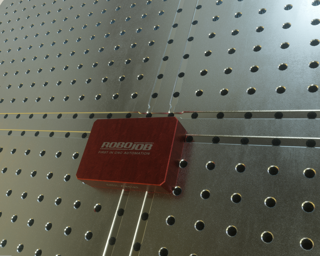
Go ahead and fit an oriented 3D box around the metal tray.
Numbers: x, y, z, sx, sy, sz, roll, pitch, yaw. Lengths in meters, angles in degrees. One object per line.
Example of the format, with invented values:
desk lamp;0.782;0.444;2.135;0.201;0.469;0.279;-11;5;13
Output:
metal tray;-0.038;0.033;0.404;0.130;0.030;0.090;-1;61;27
